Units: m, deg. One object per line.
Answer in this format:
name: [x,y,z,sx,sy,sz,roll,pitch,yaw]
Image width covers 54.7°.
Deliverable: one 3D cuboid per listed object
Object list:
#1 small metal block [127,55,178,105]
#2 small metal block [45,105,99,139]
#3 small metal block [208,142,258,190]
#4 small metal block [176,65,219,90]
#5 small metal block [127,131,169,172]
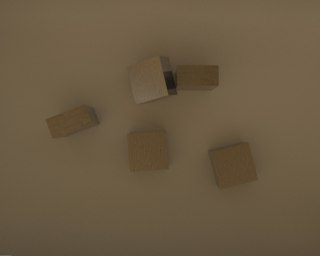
small metal block: [-0.010,-0.061,0.400,0.050,0.025,0.050,-13,90,30]
small metal block: [-0.110,-0.008,0.398,0.050,0.050,0.025,-20,90,0]
small metal block: [0.096,0.049,0.412,0.050,0.025,0.050,-15,90,0]
small metal block: [0.046,-0.064,0.399,0.050,0.050,0.025,0,90,0]
small metal block: [-0.015,0.030,0.411,0.050,0.025,0.050,-4,90,0]
